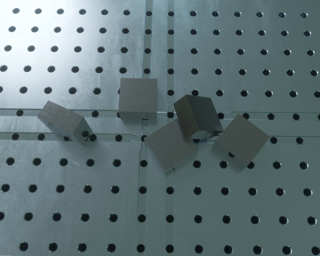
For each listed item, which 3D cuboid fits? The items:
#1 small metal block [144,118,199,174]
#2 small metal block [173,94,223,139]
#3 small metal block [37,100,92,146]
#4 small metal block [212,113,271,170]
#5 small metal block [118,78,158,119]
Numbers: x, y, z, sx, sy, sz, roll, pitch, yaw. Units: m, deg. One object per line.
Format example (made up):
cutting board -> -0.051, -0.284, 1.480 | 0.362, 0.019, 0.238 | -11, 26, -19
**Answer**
small metal block -> 0.014, 0.024, 0.403 | 0.050, 0.025, 0.050 | -31, 73, -11
small metal block -> 0.050, -0.013, 0.403 | 0.050, 0.025, 0.050 | 2, 63, -44
small metal block -> -0.121, -0.005, 0.400 | 0.050, 0.050, 0.025 | 24, 72, 8
small metal block -> 0.106, 0.018, 0.406 | 0.050, 0.025, 0.050 | 39, 75, 13
small metal block -> -0.029, -0.040, 0.426 | 0.050, 0.025, 0.050 | 1, 70, 0
